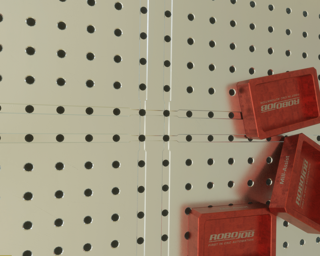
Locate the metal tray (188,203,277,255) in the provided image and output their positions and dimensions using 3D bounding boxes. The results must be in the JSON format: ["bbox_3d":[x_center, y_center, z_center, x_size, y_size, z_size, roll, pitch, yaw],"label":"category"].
[{"bbox_3d":[0.107,0.161,0.451,0.131,0.030,0.089,1,90,-21],"label":"metal tray"}]

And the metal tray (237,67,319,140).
[{"bbox_3d":[0.189,-0.040,0.481,0.131,0.030,0.089,-13,95,-20],"label":"metal tray"}]

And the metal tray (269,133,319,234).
[{"bbox_3d":[0.223,0.084,0.477,0.090,0.030,0.130,31,65,-18],"label":"metal tray"}]
